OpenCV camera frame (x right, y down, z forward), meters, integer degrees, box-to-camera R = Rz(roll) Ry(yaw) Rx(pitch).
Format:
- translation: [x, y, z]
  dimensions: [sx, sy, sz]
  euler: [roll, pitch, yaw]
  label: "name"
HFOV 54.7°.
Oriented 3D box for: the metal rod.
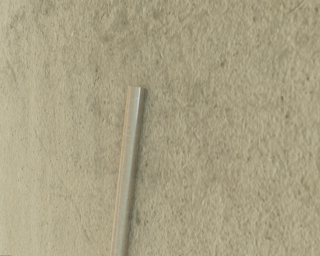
- translation: [-0.050, 0.091, 0.443]
  dimensions: [0.025, 0.025, 0.298]
  euler: [11, 97, 39]
  label: "metal rod"
